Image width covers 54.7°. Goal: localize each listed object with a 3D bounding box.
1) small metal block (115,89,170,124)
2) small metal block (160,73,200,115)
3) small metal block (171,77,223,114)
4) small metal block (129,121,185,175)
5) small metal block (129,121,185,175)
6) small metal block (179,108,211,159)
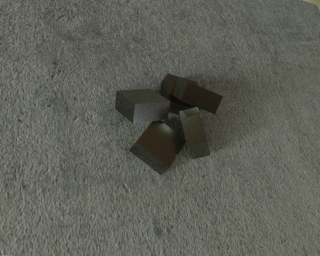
[{"bbox_3d":[-0.023,-0.029,0.396,0.050,0.025,0.050,-8,28,-32],"label":"small metal block"},{"bbox_3d":[0.029,-0.046,0.451,0.050,0.025,0.050,13,56,-22],"label":"small metal block"},{"bbox_3d":[0.047,-0.044,0.410,0.050,0.025,0.050,20,11,-17],"label":"small metal block"},{"bbox_3d":[-0.002,0.023,0.392,0.050,0.025,0.050,38,51,-2],"label":"small metal block"},{"bbox_3d":[-0.002,0.022,0.392,0.050,0.025,0.050,39,51,-3],"label":"small metal block"},{"bbox_3d":[0.047,0.008,0.408,0.025,0.050,0.050,-14,63,8],"label":"small metal block"}]
